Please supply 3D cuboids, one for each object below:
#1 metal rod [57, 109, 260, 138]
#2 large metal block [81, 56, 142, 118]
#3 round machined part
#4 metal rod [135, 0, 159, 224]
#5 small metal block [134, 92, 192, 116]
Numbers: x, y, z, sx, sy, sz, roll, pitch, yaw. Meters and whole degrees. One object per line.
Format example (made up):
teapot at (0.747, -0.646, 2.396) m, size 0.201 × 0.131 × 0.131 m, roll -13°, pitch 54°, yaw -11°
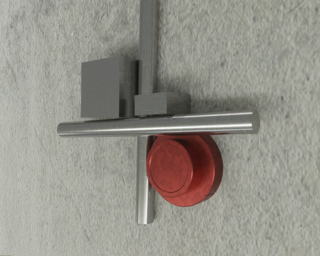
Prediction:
metal rod at (-0.027, -0.002, 0.394) m, size 0.300 × 0.025 × 0.025 m, roll -2°, pitch 89°, yaw 35°
large metal block at (-0.067, -0.054, 0.442) m, size 0.080 × 0.050 × 0.079 m, roll 1°, pitch 91°, yaw 39°
round machined part at (0.022, 0.047, 0.374) m, size 0.098 × 0.042 × 0.097 m, roll 0°, pitch 90°, yaw 39°
metal rod at (-0.018, -0.022, 0.419) m, size 0.025 × 0.025 × 0.298 m, roll 2°, pitch 91°, yaw 39°
small metal block at (0.004, -0.028, 0.385) m, size 0.050 × 0.050 × 0.025 m, roll -2°, pitch 89°, yaw 39°
